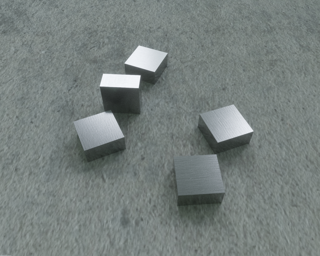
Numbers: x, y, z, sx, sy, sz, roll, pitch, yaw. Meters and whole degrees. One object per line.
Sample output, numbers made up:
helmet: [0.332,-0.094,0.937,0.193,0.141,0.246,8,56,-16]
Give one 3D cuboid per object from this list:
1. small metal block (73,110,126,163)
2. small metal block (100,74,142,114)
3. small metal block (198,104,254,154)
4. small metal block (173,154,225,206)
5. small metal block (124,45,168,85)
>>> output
small metal block: [-0.077,0.009,0.394,0.050,0.025,0.050,-19,53,-16]
small metal block: [-0.052,-0.046,0.425,0.050,0.050,0.025,3,50,2]
small metal block: [0.084,0.001,0.404,0.050,0.025,0.050,-16,52,-14]
small metal block: [0.043,0.059,0.354,0.050,0.025,0.050,-3,50,-3]
small metal block: [-0.021,-0.100,0.487,0.050,0.025,0.050,19,52,14]
